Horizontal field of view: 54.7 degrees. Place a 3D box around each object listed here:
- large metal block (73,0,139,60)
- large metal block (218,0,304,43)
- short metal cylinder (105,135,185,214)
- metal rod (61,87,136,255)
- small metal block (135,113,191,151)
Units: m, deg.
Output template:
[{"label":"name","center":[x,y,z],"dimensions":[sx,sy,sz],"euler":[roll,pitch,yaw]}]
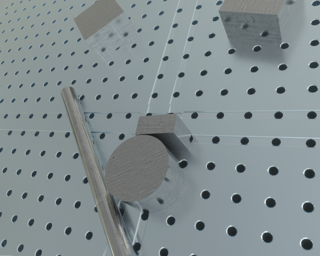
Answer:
[{"label":"large metal block","center":[-0.097,-0.182,0.553],"dimensions":[0.080,0.050,0.080],"euler":[-35,52,4]},{"label":"large metal block","center":[0.139,-0.168,0.422],"dimensions":[0.080,0.050,0.080],"euler":[19,72,35]},{"label":"short metal cylinder","center":[-0.017,0.055,0.366],"dimensions":[0.080,0.050,0.080],"euler":[-13,56,20]},{"label":"metal rod","center":[-0.096,0.042,0.430],"dimensions":[0.025,0.025,0.300],"euler":[-34,52,5]},{"label":"small metal block","center":[0.005,0.007,0.384],"dimensions":[0.050,0.050,0.025],"euler":[-4,60,26]}]
